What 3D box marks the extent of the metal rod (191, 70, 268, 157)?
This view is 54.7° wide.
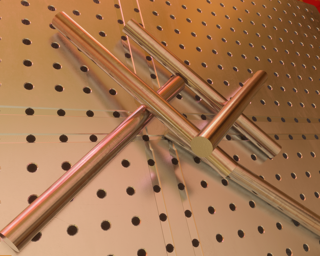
[{"bbox_3d":[0.115,-0.037,0.450,0.025,0.025,0.302,46,37,4],"label":"metal rod"}]

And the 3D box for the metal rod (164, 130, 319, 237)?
[{"bbox_3d":[0.138,0.082,0.434,0.301,0.025,0.025,33,51,-7],"label":"metal rod"}]

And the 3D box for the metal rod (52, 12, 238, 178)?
[{"bbox_3d":[-0.025,-0.048,0.394,0.300,0.025,0.025,42,50,9],"label":"metal rod"}]

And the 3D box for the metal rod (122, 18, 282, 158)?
[{"bbox_3d":[0.066,-0.059,0.476,0.300,0.025,0.025,40,51,-4],"label":"metal rod"}]

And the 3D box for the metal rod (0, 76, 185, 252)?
[{"bbox_3d":[-0.054,0.017,0.369,0.025,0.025,0.301,43,51,1],"label":"metal rod"}]
